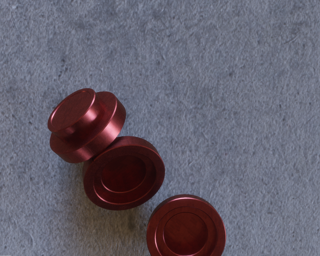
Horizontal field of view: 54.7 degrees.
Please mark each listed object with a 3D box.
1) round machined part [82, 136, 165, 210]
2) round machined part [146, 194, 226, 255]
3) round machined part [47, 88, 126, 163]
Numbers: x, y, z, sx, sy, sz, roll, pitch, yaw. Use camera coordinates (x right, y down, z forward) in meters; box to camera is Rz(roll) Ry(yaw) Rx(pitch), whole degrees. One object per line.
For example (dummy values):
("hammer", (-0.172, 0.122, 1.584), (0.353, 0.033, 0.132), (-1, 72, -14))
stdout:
("round machined part", (-0.047, 0.052, 0.386), (0.099, 0.042, 0.097), (-9, 121, -15))
("round machined part", (0.032, 0.134, 0.402), (0.099, 0.042, 0.097), (0, 90, -1))
("round machined part", (-0.093, -0.010, 0.370), (0.098, 0.098, 0.042), (-37, 128, 0))
